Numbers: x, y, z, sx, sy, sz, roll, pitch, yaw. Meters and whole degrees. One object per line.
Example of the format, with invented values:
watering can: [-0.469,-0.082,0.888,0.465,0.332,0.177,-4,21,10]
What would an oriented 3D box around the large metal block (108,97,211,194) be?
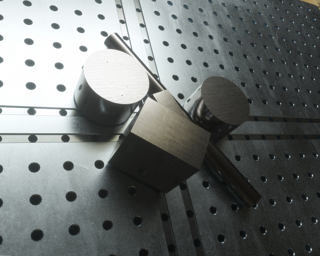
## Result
large metal block: [-0.002,0.023,0.352,0.080,0.080,0.050,30,53,-9]

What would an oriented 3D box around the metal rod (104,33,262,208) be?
metal rod: [0.027,-0.015,0.427,0.300,0.025,0.025,49,51,6]

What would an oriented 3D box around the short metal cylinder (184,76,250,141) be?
short metal cylinder: [0.081,-0.028,0.448,0.081,0.050,0.080,14,56,-21]

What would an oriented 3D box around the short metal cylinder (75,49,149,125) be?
short metal cylinder: [-0.060,-0.051,0.386,0.081,0.050,0.080,14,56,-21]

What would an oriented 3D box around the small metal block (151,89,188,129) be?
small metal block: [0.003,-0.013,0.396,0.025,0.050,0.050,-23,75,-36]
